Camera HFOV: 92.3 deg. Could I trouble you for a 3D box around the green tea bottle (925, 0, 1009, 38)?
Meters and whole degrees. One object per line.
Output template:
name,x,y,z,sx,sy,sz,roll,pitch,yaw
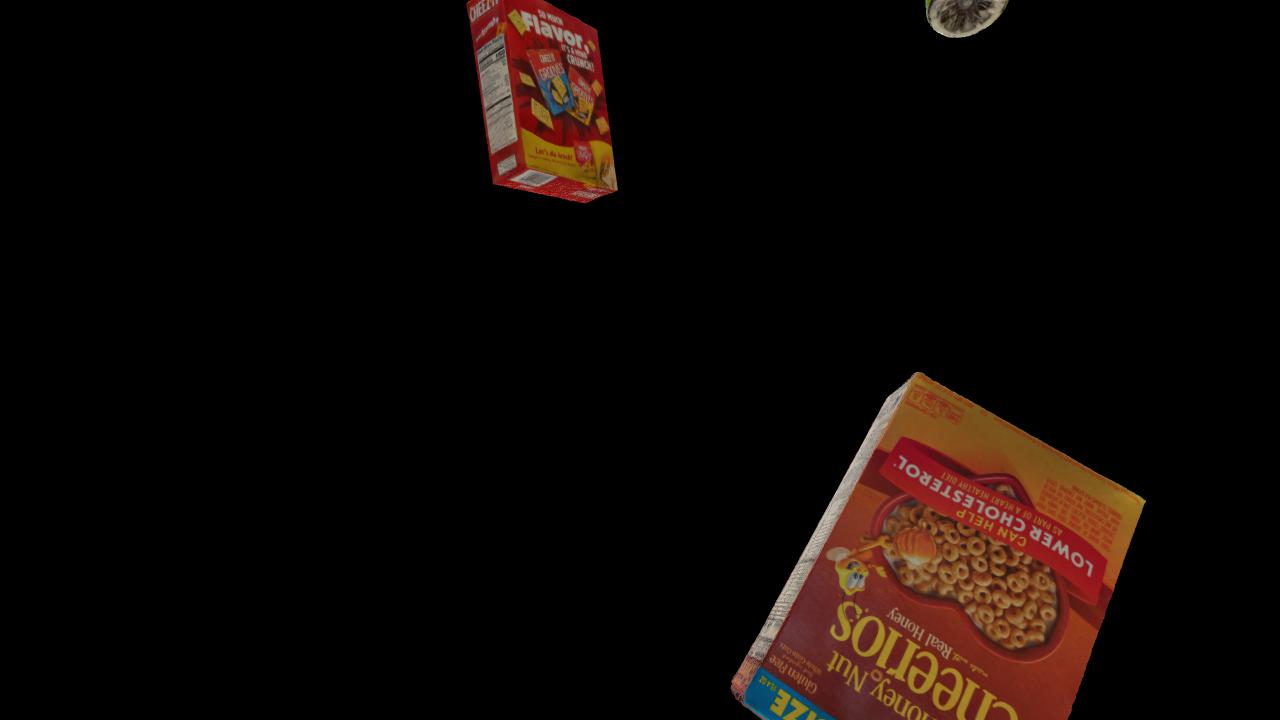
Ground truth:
green tea bottle,0.311,-0.413,0.589,0.073,0.212,0.073,9,-19,3

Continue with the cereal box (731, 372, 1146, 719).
cereal box,0.236,0.188,0.489,0.203,0.306,0.081,32,-19,11

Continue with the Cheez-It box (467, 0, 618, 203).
Cheez-It box,-0.115,-0.319,0.757,0.071,0.223,0.166,-9,-1,37
